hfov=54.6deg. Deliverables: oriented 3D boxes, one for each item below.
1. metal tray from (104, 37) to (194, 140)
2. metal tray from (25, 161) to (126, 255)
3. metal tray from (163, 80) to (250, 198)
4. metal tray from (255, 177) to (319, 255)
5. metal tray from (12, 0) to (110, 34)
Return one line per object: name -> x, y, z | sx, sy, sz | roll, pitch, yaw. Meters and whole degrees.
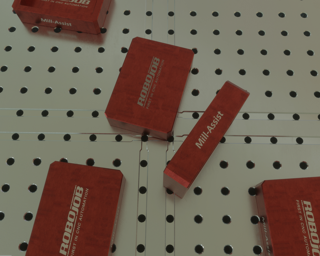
metal tray -> -0.012, -0.057, 0.430 | 0.090, 0.030, 0.130 | 15, 71, 5
metal tray -> -0.098, 0.110, 0.368 | 0.090, 0.030, 0.130 | 8, 70, 3
metal tray -> 0.053, 0.017, 0.371 | 0.030, 0.090, 0.130 | 33, 73, 11
metal tray -> 0.170, 0.126, 0.364 | 0.090, 0.030, 0.130 | -3, 70, -2
metal tray -> -0.148, -0.201, 0.481 | 0.131, 0.030, 0.090 | 10, 70, 3
